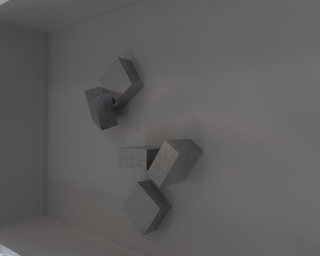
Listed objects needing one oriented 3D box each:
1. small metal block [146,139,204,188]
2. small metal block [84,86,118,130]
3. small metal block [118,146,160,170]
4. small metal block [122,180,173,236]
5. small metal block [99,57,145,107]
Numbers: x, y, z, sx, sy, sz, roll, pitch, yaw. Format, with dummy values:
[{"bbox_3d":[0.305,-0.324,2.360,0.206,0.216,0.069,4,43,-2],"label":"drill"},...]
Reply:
[{"bbox_3d":[0.019,0.041,0.375,0.025,0.050,0.050,42,116,32],"label":"small metal block"},{"bbox_3d":[-0.087,-0.030,0.457,0.050,0.025,0.050,33,138,58],"label":"small metal block"},{"bbox_3d":[-0.019,0.038,0.406,0.050,0.050,0.025,0,90,40],"label":"small metal block"},{"bbox_3d":[-0.018,0.107,0.422,0.050,0.025,0.050,44,116,31],"label":"small metal block"},{"bbox_3d":[-0.057,-0.066,0.454,0.050,0.025,0.050,-42,65,32],"label":"small metal block"}]
